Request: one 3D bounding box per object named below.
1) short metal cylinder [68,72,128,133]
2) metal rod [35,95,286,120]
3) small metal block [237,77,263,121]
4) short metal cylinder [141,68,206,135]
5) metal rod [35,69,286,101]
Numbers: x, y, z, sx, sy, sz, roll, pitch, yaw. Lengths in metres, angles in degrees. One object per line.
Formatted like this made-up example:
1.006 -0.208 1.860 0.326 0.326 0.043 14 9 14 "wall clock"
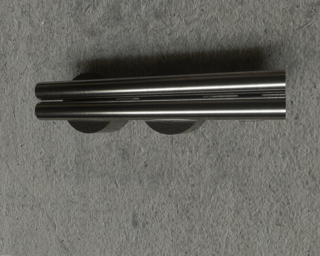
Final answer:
-0.084 -0.033 0.426 0.080 0.050 0.080 0 90 20 "short metal cylinder"
-0.016 -0.022 0.362 0.301 0.025 0.025 0 90 19 "metal rod"
0.106 -0.033 0.361 0.025 0.050 0.050 -2 89 20 "small metal block"
0.020 -0.032 0.390 0.080 0.050 0.080 0 90 20 "short metal cylinder"
-0.016 -0.048 0.362 0.301 0.025 0.025 0 90 19 "metal rod"
